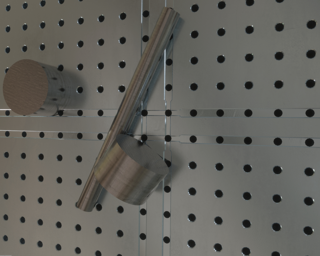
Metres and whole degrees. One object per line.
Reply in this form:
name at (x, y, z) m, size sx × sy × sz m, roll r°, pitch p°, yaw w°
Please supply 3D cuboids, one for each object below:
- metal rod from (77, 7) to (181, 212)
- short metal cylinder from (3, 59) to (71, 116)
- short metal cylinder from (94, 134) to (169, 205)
metal rod at (-0.047, -0.019, 0.427) m, size 0.025 × 0.025 × 0.298 m, roll 28°, pitch 99°, yaw 17°
short metal cylinder at (-0.183, -0.058, 0.462) m, size 0.080 × 0.050 × 0.079 m, roll 0°, pitch 90°, yaw 19°
short metal cylinder at (-0.036, 0.052, 0.395) m, size 0.080 × 0.080 × 0.050 m, roll 39°, pitch 102°, yaw 15°
